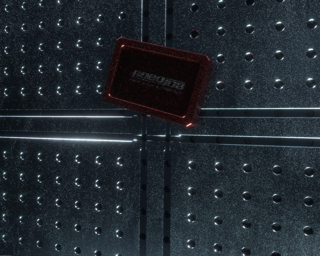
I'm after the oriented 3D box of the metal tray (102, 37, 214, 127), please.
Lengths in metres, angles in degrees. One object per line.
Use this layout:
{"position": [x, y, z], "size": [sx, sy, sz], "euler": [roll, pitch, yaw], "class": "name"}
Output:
{"position": [-0.005, -0.061, 0.410], "size": [0.130, 0.030, 0.089], "euler": [17, 96, 18], "class": "metal tray"}
